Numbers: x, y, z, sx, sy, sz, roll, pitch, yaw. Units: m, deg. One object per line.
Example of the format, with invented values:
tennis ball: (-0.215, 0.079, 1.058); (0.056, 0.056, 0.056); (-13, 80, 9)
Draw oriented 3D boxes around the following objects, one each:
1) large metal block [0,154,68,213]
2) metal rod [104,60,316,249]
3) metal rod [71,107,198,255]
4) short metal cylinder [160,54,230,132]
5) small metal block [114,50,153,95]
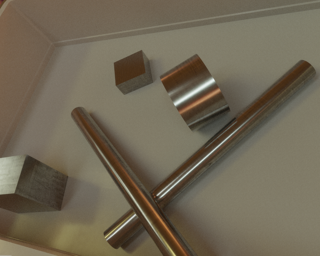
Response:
large metal block: (-0.187, 0.079, 0.418); (0.080, 0.080, 0.050); (-9, 58, 23)
metal rod: (0.057, 0.030, 0.356); (0.300, 0.025, 0.025); (-41, 51, -1)
metal rod: (-0.051, 0.049, 0.376); (0.025, 0.025, 0.300); (-44, 44, -2)
short metal cylinder: (0.042, -0.041, 0.373); (0.050, 0.080, 0.080); (-31, 52, 8)
small metal block: (-0.042, -0.086, 0.479); (0.050, 0.025, 0.050); (-21, 54, 15)
